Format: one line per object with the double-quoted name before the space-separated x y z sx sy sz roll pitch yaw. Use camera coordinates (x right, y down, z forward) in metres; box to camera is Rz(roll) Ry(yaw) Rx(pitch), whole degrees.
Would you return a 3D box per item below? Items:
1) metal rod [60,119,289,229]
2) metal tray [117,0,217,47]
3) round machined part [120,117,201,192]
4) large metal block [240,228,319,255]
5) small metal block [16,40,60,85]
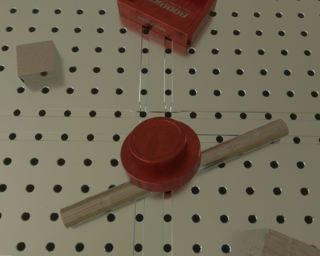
"metal rod" 0.025 0.054 0.392 0.302 0.025 0.025 -21 72 -8
"metal tray" 0.011 -0.193 0.479 0.130 0.030 0.090 29 72 9
"round machined part" 0.000 0.025 0.376 0.099 0.042 0.098 -5 49 6
"large metal block" 0.135 0.148 0.330 0.080 0.080 0.050 22 72 7
"small metal block" -0.174 -0.094 0.444 0.050 0.025 0.050 -10 70 -4
